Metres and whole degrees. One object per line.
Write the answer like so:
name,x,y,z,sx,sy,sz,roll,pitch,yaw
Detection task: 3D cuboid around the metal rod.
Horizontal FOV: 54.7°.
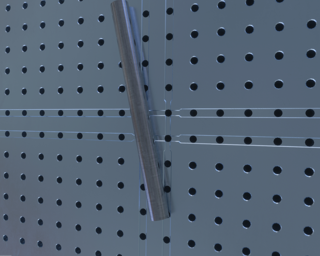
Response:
metal rod,-0.028,-0.026,0.421,0.025,0.025,0.298,-12,86,19
